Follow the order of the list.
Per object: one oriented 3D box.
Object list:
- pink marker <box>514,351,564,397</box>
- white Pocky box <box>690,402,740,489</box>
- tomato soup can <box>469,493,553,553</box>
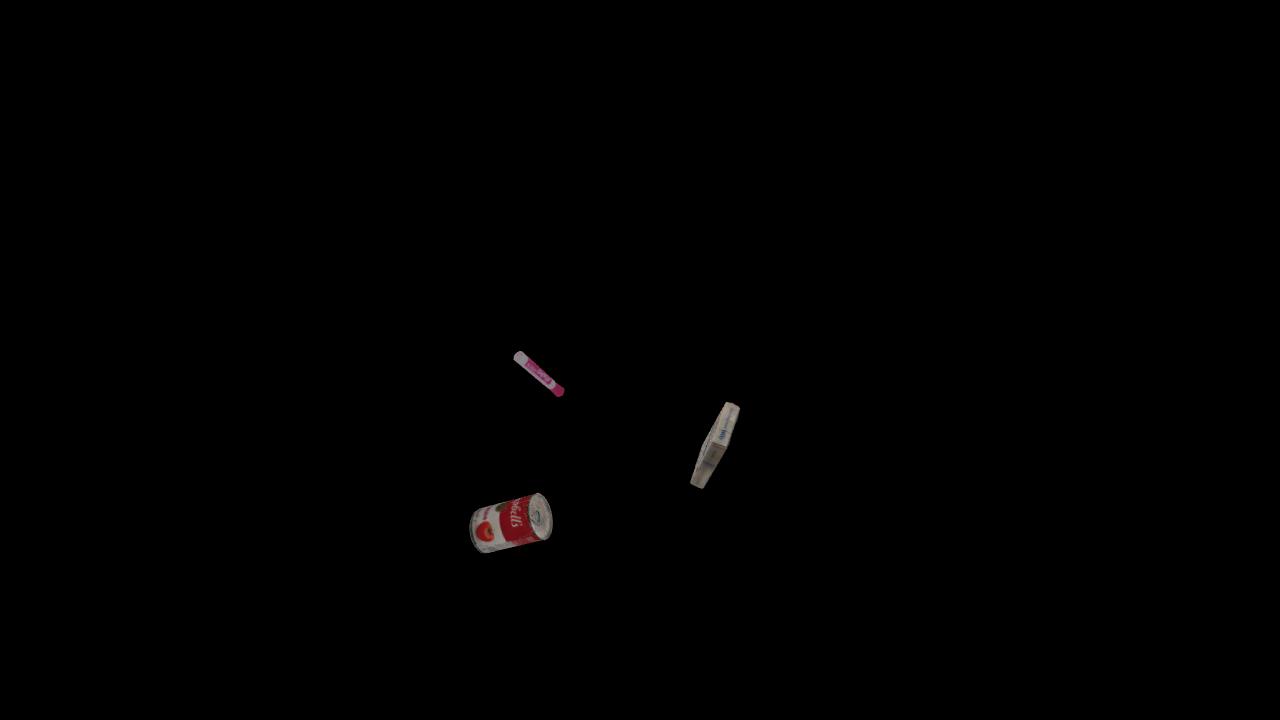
[{"bbox_3d":[-0.162,0.026,1.007,0.020,0.020,0.121,0,-32,35],"label":"pink marker"},{"bbox_3d":[0.122,0.143,1.012,0.028,0.084,0.154,22,-37,4],"label":"white Pocky box"},{"bbox_3d":[-0.187,0.238,0.894,0.101,0.068,0.068,-18,-5,16],"label":"tomato soup can"}]
